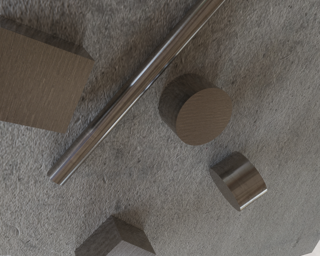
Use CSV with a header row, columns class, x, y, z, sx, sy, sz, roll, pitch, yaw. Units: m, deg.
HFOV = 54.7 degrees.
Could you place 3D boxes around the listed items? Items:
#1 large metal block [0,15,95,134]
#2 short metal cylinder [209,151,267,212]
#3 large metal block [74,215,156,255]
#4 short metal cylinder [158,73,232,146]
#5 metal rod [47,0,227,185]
class,x,y,z,sx,sy,sz,roll,pitch,yaw
large metal block,-0.120,-0.048,0.295,0.081,0.050,0.080,15,111,-35
short metal cylinder,0.122,0.084,0.490,0.050,0.080,0.080,-33,129,-7
large metal block,-0.068,0.191,0.472,0.080,0.050,0.080,-45,129,3
short metal cylinder,0.045,-0.024,0.400,0.081,0.050,0.079,-14,124,-21
metal rod,-0.026,-0.050,0.361,0.300,0.025,0.025,-48,129,5
